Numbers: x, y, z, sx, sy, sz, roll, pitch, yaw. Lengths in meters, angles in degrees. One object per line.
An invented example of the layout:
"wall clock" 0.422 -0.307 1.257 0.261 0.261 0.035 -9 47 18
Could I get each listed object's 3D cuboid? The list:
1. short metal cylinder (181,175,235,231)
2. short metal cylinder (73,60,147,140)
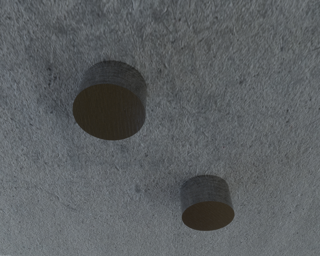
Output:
"short metal cylinder" 0.074 0.120 0.493 0.081 0.050 0.079 0 130 0
"short metal cylinder" -0.056 -0.031 0.363 0.081 0.050 0.079 0 130 0
